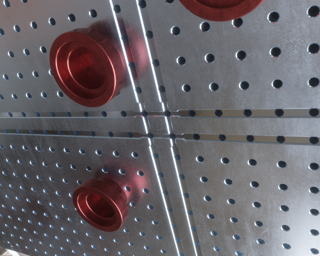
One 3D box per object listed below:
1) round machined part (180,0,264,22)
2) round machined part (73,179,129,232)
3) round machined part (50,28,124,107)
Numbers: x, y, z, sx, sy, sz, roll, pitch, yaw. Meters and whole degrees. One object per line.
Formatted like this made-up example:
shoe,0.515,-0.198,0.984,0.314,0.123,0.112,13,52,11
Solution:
round machined part,0.059,-0.150,0.277,0.098,0.042,0.097,13,124,21
round machined part,-0.096,0.126,0.530,0.098,0.042,0.097,13,124,21
round machined part,-0.088,-0.079,0.399,0.098,0.042,0.097,13,124,21
